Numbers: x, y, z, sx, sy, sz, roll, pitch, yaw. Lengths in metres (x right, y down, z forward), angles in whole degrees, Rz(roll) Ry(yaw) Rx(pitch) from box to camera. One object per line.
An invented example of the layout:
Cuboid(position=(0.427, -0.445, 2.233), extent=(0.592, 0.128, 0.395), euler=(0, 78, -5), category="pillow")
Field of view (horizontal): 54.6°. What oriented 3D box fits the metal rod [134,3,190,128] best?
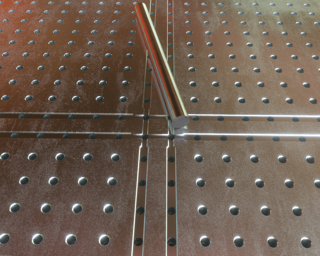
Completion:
Cuboid(position=(-0.005, -0.120, 0.508), extent=(0.025, 0.025, 0.300), euler=(-10, 51, -8), category="metal rod")
